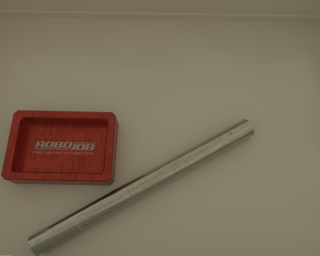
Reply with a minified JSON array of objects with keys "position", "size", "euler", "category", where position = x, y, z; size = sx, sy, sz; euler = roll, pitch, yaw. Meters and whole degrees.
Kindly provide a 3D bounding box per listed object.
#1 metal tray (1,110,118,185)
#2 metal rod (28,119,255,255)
[{"position":[-0.123,0.025,0.396],"size":[0.131,0.030,0.090],"euler":[1,70,0],"category":"metal tray"},{"position":[-0.014,0.068,0.384],"size":[0.302,0.025,0.025],"euler":[-28,73,-10],"category":"metal rod"}]
